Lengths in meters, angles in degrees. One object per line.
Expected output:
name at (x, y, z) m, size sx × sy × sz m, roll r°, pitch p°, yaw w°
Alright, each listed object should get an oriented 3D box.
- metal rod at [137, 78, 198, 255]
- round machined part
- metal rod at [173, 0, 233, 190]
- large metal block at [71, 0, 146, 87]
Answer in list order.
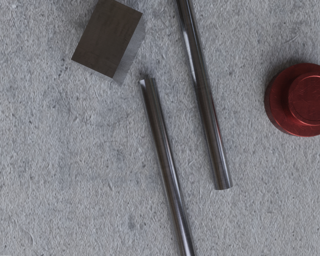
metal rod at (0.016, 0.082, 0.410) m, size 0.025 × 0.025 × 0.298 m, roll -13°, pitch 90°, yaw 0°
round machined part at (0.192, -0.037, 0.404) m, size 0.099 × 0.042 × 0.097 m, roll 0°, pitch 90°, yaw -1°
metal rod at (0.052, -0.067, 0.410) m, size 0.025 × 0.025 × 0.298 m, roll -12°, pitch 90°, yaw 0°
large metal block at (-0.059, -0.101, 0.382) m, size 0.050 × 0.080 × 0.080 m, roll 25°, pitch 90°, yaw -1°
